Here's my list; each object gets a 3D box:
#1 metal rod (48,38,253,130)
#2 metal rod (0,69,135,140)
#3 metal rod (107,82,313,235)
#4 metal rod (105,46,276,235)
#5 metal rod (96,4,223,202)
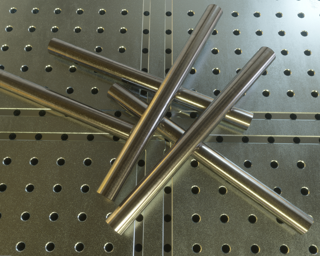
[{"bbox_3d":[-0.018,-0.064,0.434,0.301,0.025,0.025,22,72,7],"label":"metal rod"},{"bbox_3d":[-0.175,-0.050,0.427,0.301,0.025,0.025,22,72,7],"label":"metal rod"},{"bbox_3d":[0.055,0.032,0.400,0.300,0.025,0.025,35,74,11],"label":"metal rod"},{"bbox_3d":[0.047,0.005,0.382,0.025,0.025,0.301,40,74,13],"label":"metal rod"},{"bbox_3d":[0.008,-0.045,0.400,0.025,0.025,0.300,27,72,9],"label":"metal rod"}]
